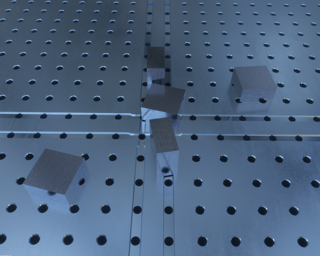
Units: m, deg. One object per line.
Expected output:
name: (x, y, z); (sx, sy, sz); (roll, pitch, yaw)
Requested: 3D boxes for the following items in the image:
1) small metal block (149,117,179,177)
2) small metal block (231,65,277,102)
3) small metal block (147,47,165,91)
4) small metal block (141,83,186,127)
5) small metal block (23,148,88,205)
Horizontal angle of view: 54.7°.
small metal block: (0.004, 0.023, 0.372); (0.025, 0.050, 0.050); (-8, 51, -7)
small metal block: (0.140, -0.067, 0.466); (0.050, 0.025, 0.050); (-4, 50, -4)
small metal block: (-0.006, -0.086, 0.464); (0.025, 0.050, 0.050); (0, 50, 0)
small metal block: (0.006, -0.033, 0.436); (0.050, 0.025, 0.050); (12, 51, 10)
small metal block: (-0.119, 0.056, 0.359); (0.050, 0.025, 0.050); (12, 51, 9)
